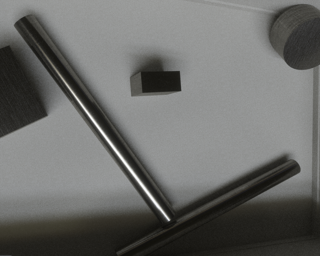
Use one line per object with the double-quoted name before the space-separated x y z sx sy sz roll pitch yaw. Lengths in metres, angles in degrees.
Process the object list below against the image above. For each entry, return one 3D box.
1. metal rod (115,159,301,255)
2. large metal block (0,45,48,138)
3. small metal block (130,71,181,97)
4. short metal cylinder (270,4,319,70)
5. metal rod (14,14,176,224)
"metal rod" 0.080 0.114 0.441 0.302 0.025 0.025 -22 98 -19
"large metal block" -0.178 -0.031 0.331 0.081 0.050 0.080 -29 100 -18
"small metal block" -0.007 -0.056 0.396 0.050 0.050 0.025 -5 92 -20
"short metal cylinder" 0.211 -0.133 0.456 0.081 0.050 0.079 -4 131 -5
"metal rod" -0.072 -0.002 0.384 0.025 0.025 0.299 -38 103 -16
